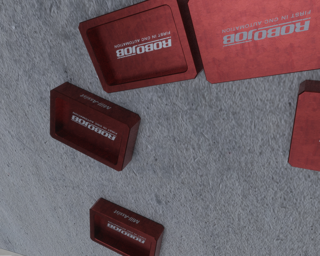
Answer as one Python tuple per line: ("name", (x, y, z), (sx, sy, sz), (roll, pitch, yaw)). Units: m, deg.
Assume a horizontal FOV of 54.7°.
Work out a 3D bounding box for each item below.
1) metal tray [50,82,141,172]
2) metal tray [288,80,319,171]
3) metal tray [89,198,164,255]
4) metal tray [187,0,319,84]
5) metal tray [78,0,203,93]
("metal tray", (-0.099, -0.002, 0.454), (0.130, 0.030, 0.089), (25, 127, 12))
("metal tray", (0.200, 0.005, 0.301), (0.130, 0.030, 0.089), (9, 123, 23))
("metal tray", (-0.062, 0.188, 0.552), (0.130, 0.030, 0.089), (19, 126, 16))
("metal tray", (0.100, -0.096, 0.292), (0.130, 0.030, 0.090), (-4, 117, 30))
("metal tray", (-0.022, -0.094, 0.356), (0.130, 0.030, 0.090), (-5, 116, 30))
